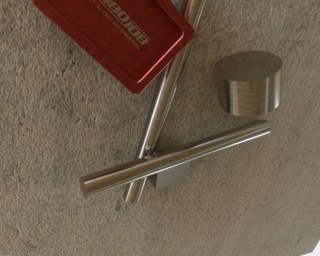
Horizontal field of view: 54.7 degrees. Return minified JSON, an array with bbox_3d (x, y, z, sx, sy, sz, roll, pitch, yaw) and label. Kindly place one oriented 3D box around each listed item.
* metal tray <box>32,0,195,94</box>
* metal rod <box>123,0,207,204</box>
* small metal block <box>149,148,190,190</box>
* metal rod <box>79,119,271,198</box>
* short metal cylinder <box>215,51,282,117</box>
[{"bbox_3d":[-0.040,-0.107,0.299,0.090,0.030,0.130,-46,118,4],"label":"metal tray"},{"bbox_3d":[0.002,-0.030,0.389,0.025,0.025,0.298,4,117,-30],"label":"metal rod"},{"bbox_3d":[0.014,0.057,0.450,0.050,0.025,0.050,-8,122,-24],"label":"small metal block"},{"bbox_3d":[0.041,0.033,0.424,0.303,0.025,0.025,-15,125,-29],"label":"metal rod"},{"bbox_3d":[0.113,-0.058,0.397,0.081,0.080,0.050,-24,127,-14],"label":"short metal cylinder"}]
